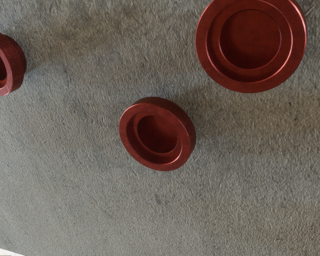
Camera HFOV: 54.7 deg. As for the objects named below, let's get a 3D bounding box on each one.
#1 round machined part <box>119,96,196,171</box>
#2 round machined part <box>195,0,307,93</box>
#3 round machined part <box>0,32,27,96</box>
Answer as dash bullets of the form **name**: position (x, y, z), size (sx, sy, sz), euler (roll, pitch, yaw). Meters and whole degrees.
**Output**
- **round machined part**: position (0.000, 0.004, 0.398), size (0.098, 0.042, 0.097), euler (13, 124, 21)
- **round machined part**: position (0.087, -0.086, 0.297), size (0.098, 0.042, 0.097), euler (13, 124, 21)
- **round machined part**: position (-0.240, -0.100, 0.461), size (0.098, 0.042, 0.097), euler (13, 124, 21)
